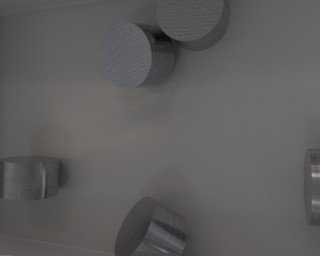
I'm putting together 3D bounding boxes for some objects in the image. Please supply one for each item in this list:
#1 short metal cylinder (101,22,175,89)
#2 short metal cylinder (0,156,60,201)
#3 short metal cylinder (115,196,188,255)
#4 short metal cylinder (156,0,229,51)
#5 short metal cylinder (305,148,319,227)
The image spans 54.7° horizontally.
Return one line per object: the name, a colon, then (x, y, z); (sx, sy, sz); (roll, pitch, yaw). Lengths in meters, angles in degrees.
short metal cylinder: (-0.029, -0.092, 0.395); (0.080, 0.050, 0.079); (9, 107, 33)
short metal cylinder: (-0.188, 0.070, 0.448); (0.080, 0.080, 0.050); (3, 91, 20)
short metal cylinder: (-0.011, 0.131, 0.378); (0.050, 0.080, 0.080); (34, 103, -17)
short metal cylinder: (0.042, -0.140, 0.382); (0.080, 0.050, 0.080); (0, 90, 19)
short metal cylinder: (0.179, 0.061, 0.318); (0.050, 0.080, 0.080); (0, 90, 20)
